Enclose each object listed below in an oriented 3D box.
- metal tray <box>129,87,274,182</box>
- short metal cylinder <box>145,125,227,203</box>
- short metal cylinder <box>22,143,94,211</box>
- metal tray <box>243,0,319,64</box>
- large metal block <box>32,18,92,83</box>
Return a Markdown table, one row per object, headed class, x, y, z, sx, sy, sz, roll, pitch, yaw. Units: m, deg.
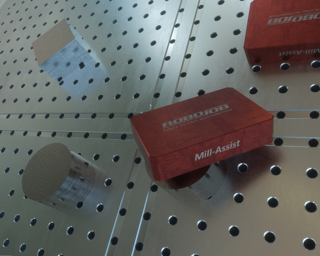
| class | x | y | z | sx | sy | sz | roll | pitch | yaw |
| --- | --- | --- | --- | --- | --- | --- | --- | --- | --- |
| metal tray | 0.042 | 0.001 | 0.335 | 0.131 | 0.030 | 0.090 | -18 | 32 | -11 |
| short metal cylinder | 0.030 | 0.039 | 0.353 | 0.080 | 0.050 | 0.080 | -13 | 56 | 21 |
| short metal cylinder | -0.138 | 0.067 | 0.424 | 0.080 | 0.050 | 0.080 | -13 | 56 | 21 |
| metal tray | 0.179 | -0.130 | 0.391 | 0.130 | 0.030 | 0.090 | 1 | 62 | 28 |
| large metal block | -0.184 | -0.145 | 0.578 | 0.080 | 0.050 | 0.080 | -35 | 51 | 5 |
